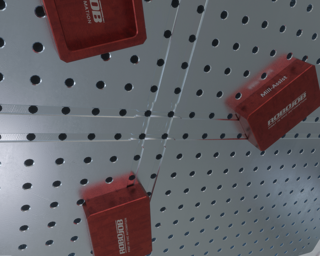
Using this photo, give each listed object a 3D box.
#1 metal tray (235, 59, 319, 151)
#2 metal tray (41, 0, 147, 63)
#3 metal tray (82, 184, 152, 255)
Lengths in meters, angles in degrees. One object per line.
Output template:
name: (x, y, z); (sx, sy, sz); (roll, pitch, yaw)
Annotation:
metal tray: (0.190, -0.034, 0.490); (0.130, 0.030, 0.090); (-38, 129, -3)
metal tray: (-0.066, -0.135, 0.287); (0.091, 0.030, 0.129); (-19, 126, -17)
metal tray: (-0.061, 0.154, 0.469); (0.091, 0.030, 0.129); (-15, 125, -20)
